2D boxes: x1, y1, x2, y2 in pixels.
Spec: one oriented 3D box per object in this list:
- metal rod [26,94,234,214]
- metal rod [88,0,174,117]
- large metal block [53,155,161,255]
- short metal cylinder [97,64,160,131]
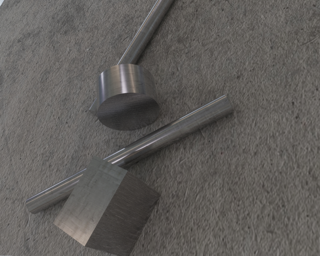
[{"bbox_3d":[-0.046,0.039,0.404,0.300,0.025,0.025,-28,52,10],"label":"metal rod"},{"bbox_3d":[-0.029,-0.148,0.509,0.025,0.025,0.300,17,70,34],"label":"metal rod"},{"bbox_3d":[-0.054,0.088,0.343,0.050,0.080,0.080,18,71,35],"label":"large metal block"},{"bbox_3d":[-0.044,-0.039,0.416,0.080,0.080,0.050,-21,54,16],"label":"short metal cylinder"}]
